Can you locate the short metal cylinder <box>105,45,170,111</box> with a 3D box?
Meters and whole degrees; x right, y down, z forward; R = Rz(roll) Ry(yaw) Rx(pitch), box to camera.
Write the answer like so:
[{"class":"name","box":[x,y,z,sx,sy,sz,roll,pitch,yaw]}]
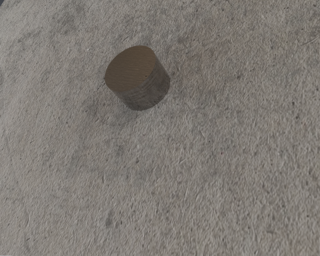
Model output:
[{"class":"short metal cylinder","box":[-0.032,-0.072,0.449,0.080,0.050,0.080,-13,56,21]}]
